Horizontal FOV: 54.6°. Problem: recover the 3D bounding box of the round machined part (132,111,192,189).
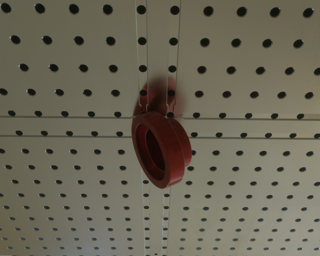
[{"bbox_3d":[0.005,0.025,0.397,0.042,0.098,0.097,-19,136,-25],"label":"round machined part"}]
